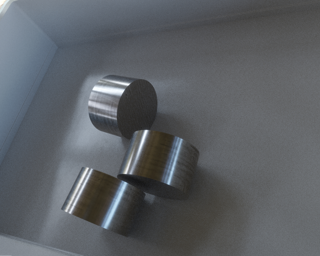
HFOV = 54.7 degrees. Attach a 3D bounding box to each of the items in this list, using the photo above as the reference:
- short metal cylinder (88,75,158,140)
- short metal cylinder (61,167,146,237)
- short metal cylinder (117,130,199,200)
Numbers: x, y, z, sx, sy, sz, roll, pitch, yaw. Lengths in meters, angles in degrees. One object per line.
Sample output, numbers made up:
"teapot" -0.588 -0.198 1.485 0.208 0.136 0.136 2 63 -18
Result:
"short metal cylinder" -0.048 -0.028 0.413 0.050 0.080 0.080 14 69 34
"short metal cylinder" -0.063 0.084 0.352 0.080 0.080 0.050 10 67 32
"short metal cylinder" -0.001 0.043 0.345 0.080 0.080 0.050 4 64 30
